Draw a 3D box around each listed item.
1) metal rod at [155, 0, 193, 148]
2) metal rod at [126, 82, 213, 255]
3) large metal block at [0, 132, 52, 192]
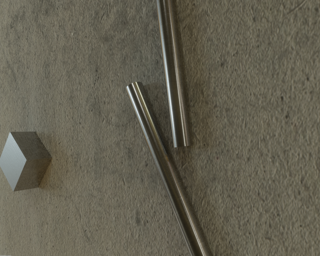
[{"bbox_3d":[0.011,-0.125,0.393,0.025,0.025,0.298,-11,83,39],"label":"metal rod"},{"bbox_3d":[0.018,0.074,0.388,0.025,0.025,0.299,-34,69,34],"label":"metal rod"},{"bbox_3d":[-0.263,0.063,0.602,0.080,0.050,0.080,46,117,30],"label":"large metal block"}]
